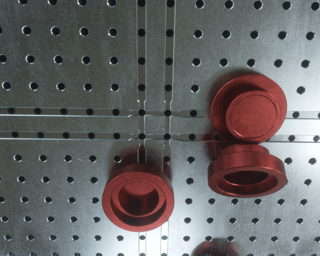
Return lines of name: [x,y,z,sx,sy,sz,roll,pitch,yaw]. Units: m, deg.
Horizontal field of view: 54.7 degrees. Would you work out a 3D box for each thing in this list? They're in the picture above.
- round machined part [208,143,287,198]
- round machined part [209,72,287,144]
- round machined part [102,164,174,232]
round machined part: [0.113,0.055,0.410,0.099,0.042,0.098,3,146,2]
round machined part: [0.115,-0.021,0.398,0.099,0.042,0.097,0,110,-1]
round machined part: [-0.030,0.095,0.439,0.099,0.042,0.097,0,110,-1]
